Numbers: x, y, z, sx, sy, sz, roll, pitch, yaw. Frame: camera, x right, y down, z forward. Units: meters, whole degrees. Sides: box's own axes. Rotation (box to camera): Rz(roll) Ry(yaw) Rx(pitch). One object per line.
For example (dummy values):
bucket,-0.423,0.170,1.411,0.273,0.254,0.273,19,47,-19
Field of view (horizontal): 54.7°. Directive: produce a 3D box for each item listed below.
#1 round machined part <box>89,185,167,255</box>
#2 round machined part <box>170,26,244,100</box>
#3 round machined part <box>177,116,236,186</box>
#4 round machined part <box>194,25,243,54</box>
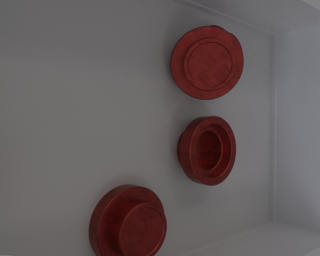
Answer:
round machined part,-0.031,0.119,0.370,0.099,0.042,0.097,0,90,-40
round machined part,0.064,-0.086,0.414,0.099,0.042,0.097,0,105,-1
round machined part,0.063,0.032,0.448,0.099,0.042,0.097,0,90,-40
round machined part,0.089,-0.107,0.470,0.099,0.042,0.097,0,90,-40
